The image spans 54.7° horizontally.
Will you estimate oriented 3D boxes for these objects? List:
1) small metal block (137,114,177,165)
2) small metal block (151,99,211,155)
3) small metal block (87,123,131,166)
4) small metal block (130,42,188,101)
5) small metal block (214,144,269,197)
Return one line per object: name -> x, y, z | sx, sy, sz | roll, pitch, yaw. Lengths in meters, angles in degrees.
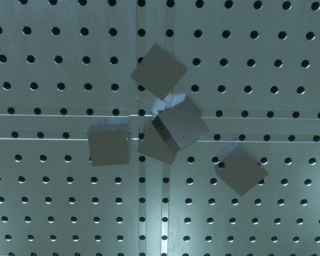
small metal block -> 0.003, 0.016, 0.419 | 0.050, 0.025, 0.050 | 22, 109, -9
small metal block -> 0.026, -0.002, 0.390 | 0.050, 0.025, 0.050 | -29, 79, -28
small metal block -> -0.068, 0.023, 0.421 | 0.050, 0.025, 0.050 | -3, 110, 1
small metal block -> -0.001, -0.071, 0.387 | 0.050, 0.025, 0.050 | 36, 106, -13
small metal block -> 0.114, 0.060, 0.437 | 0.050, 0.025, 0.050 | 41, 105, -14
